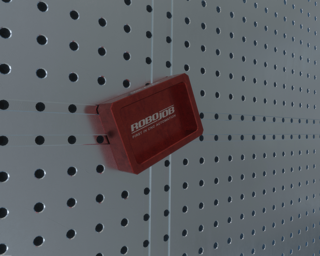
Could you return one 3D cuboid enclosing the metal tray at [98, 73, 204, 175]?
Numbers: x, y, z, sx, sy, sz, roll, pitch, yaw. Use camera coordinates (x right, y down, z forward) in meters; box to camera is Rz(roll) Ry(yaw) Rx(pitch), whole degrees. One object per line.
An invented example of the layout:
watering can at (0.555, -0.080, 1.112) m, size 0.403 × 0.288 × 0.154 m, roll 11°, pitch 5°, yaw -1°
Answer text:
metal tray at (-0.006, -0.009, 0.399) m, size 0.131 × 0.030 × 0.090 m, roll -28°, pitch 108°, yaw -36°
